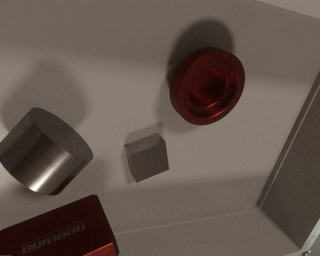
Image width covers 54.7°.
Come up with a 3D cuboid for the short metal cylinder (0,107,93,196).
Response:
[{"bbox_3d":[-0.118,0.024,0.324,0.050,0.080,0.080,-46,130,4],"label":"short metal cylinder"}]

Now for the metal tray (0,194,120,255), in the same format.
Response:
[{"bbox_3d":[-0.127,0.144,0.387,0.131,0.090,0.030,-19,126,-18],"label":"metal tray"}]

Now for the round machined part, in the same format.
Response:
[{"bbox_3d":[0.056,-0.056,0.396,0.099,0.042,0.097,-14,125,-21],"label":"round machined part"}]

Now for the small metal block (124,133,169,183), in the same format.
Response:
[{"bbox_3d":[-0.018,0.041,0.426,0.050,0.025,0.050,-20,127,-17],"label":"small metal block"}]
